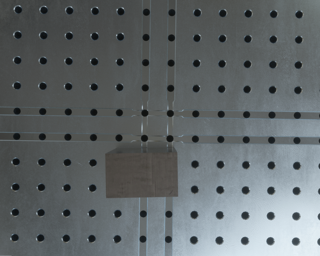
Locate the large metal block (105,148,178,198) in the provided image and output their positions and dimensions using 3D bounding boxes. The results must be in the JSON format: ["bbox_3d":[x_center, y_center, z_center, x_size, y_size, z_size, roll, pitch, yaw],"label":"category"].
[{"bbox_3d":[-0.020,0.052,0.386,0.080,0.080,0.050,-1,90,0],"label":"large metal block"}]
